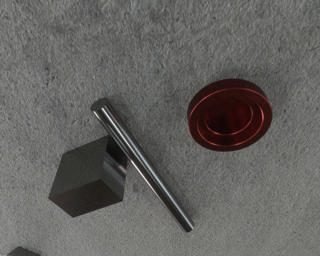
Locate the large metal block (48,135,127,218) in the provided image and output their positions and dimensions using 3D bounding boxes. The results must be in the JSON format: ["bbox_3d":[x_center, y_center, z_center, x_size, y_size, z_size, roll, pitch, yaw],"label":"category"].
[{"bbox_3d":[-0.095,0.066,0.426,0.080,0.080,0.050,-22,127,17],"label":"large metal block"}]

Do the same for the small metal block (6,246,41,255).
[{"bbox_3d":[-0.284,0.272,0.635,0.050,0.025,0.050,37,121,-27],"label":"small metal block"}]

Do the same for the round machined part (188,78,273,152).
[{"bbox_3d":[0.083,-0.019,0.381,0.099,0.042,0.097,-1,130,0],"label":"round machined part"}]

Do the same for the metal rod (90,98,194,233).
[{"bbox_3d":[-0.012,0.074,0.470,0.025,0.025,0.299,-20,128,15],"label":"metal rod"}]
